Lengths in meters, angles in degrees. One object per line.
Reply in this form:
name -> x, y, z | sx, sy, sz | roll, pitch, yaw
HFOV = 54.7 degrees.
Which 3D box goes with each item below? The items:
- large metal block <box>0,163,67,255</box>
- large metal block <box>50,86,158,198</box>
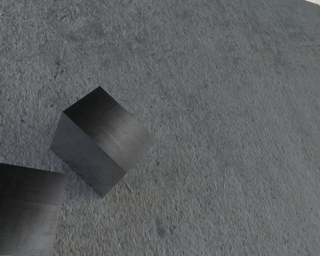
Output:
large metal block -> -0.116, 0.084, 0.254 | 0.050, 0.080, 0.080 | 14, 56, -21
large metal block -> -0.062, 0.017, 0.324 | 0.080, 0.080, 0.050 | 43, 51, 1
